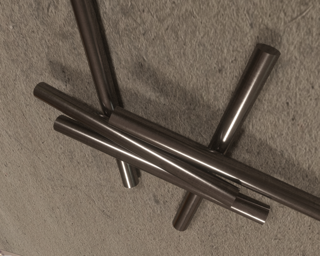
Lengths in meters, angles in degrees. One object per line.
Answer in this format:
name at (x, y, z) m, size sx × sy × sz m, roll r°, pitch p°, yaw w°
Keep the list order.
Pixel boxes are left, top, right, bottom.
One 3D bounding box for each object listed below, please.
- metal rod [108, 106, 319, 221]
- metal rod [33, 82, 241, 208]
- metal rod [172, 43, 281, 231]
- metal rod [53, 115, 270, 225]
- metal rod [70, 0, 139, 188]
metal rod at (0.082, 0.048, 0.362) m, size 0.301 × 0.025 × 0.025 m, roll 25°, pitch 128°, yaw 1°
metal rod at (-0.041, 0.013, 0.396) m, size 0.301 × 0.025 × 0.025 m, roll 28°, pitch 128°, yaw 16°
metal rod at (0.069, 0.036, 0.392) m, size 0.025 × 0.025 × 0.298 m, roll 27°, pitch 128°, yaw 11°
metal rod at (-0.008, 0.049, 0.406) m, size 0.301 × 0.025 × 0.025 m, roll 22°, pitch 127°, yaw 14°
metal rod at (-0.071, -0.045, 0.414) m, size 0.025 × 0.025 × 0.298 m, roll 3°, pitch 120°, yaw 26°
